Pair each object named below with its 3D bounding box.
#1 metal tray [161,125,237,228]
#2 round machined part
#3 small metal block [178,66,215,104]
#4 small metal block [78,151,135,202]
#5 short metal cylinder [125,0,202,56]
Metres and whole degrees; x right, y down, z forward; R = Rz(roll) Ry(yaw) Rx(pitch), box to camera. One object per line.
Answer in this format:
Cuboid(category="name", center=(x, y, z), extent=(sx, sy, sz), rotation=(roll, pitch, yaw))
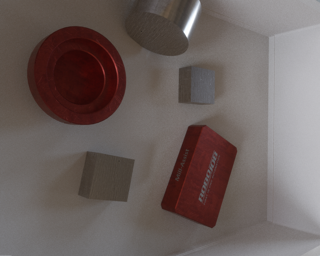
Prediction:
Cuboid(category="metal tray", center=(0.062, 0.071, 0.458), extent=(0.090, 0.030, 0.130), rotation=(33, 70, -35))
Cuboid(category="round machined part", center=(-0.088, -0.052, 0.323), extent=(0.099, 0.042, 0.097), rotation=(0, 90, -40))
Cuboid(category="small metal block", center=(0.054, -0.061, 0.454), extent=(0.050, 0.025, 0.050), rotation=(1, 89, -40))
Cuboid(category="small metal block", center=(-0.061, 0.056, 0.357), extent=(0.050, 0.025, 0.050), rotation=(16, 80, -39))
Cuboid(category="short metal cylinder", center=(0.004, -0.132, 0.376), extent=(0.080, 0.080, 0.050), rotation=(33, 70, -36))
